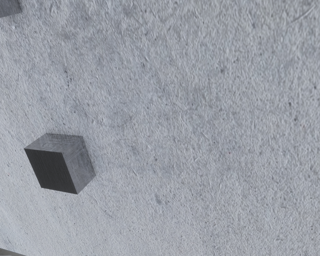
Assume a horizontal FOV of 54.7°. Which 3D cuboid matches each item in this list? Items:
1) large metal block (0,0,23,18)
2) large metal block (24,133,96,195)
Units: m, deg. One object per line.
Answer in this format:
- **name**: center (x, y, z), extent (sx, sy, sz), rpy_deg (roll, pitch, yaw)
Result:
- **large metal block**: center (-0.234, -0.176, 0.385), extent (0.050, 0.080, 0.079), rpy_deg (5, 121, 25)
- **large metal block**: center (-0.164, 0.057, 0.513), extent (0.080, 0.050, 0.079), rpy_deg (3, 120, 26)
